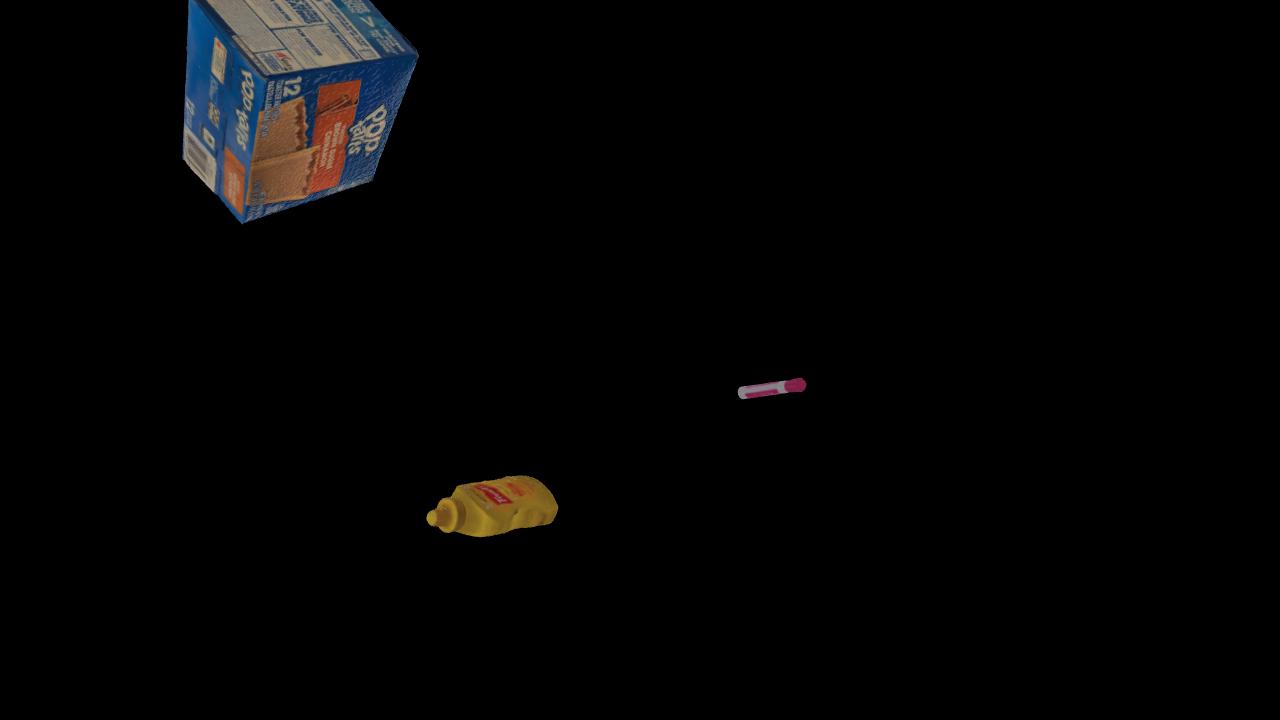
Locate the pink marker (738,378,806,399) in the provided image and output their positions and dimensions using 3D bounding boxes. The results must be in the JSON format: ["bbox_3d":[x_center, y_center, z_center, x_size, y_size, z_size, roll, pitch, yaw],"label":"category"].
[{"bbox_3d":[0.180,0.040,0.845,0.020,0.020,0.121,0,-8,-32],"label":"pink marker"}]

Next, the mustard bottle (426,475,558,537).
[{"bbox_3d":[-0.199,0.195,0.808,0.092,0.054,0.184,37,17,31],"label":"mustard bottle"}]

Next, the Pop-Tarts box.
[{"bbox_3d":[-0.291,-0.216,0.526,0.167,0.083,0.141,-39,3,44],"label":"Pop-Tarts box"}]
